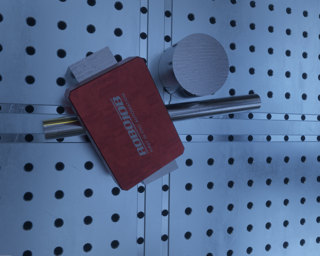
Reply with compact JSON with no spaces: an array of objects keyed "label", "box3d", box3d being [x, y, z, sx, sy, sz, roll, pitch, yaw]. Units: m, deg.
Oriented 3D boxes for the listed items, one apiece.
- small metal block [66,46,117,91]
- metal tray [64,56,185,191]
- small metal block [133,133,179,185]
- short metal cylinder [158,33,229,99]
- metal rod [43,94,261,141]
[{"label":"small metal block","box3d":[-0.082,-0.070,0.369,0.050,0.050,0.025,-33,101,-17]},{"label":"metal tray","box3d":[-0.037,-0.005,0.356,0.091,0.030,0.129,-32,112,-17]},{"label":"small metal block","box3d":[-0.011,0.040,0.408,0.050,0.025,0.050,-25,99,-19]},{"label":"short metal cylinder","box3d":[0.044,-0.081,0.416,0.081,0.050,0.079,0,90,-21]},{"label":"metal rod","box3d":[0.005,-0.019,0.415,0.303,0.025,0.025,-8,93,-20]}]
